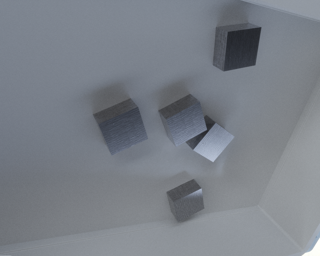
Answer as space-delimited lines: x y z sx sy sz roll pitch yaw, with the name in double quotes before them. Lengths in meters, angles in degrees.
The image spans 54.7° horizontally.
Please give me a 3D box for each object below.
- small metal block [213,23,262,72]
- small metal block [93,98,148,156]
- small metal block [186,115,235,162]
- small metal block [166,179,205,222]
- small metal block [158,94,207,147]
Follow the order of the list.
"small metal block" 0.098 -0.104 0.397 0.050 0.025 0.050 -14 124 -21
"small metal block" -0.048 -0.001 0.382 0.050 0.025 0.050 -25 128 -13
"small metal block" 0.074 0.016 0.459 0.050 0.025 0.050 32 101 -38
"small metal block" 0.042 0.118 0.505 0.050 0.025 0.050 -23 127 -15
"small metal block" 0.031 -0.010 0.419 0.050 0.025 0.050 -29 128 -10
